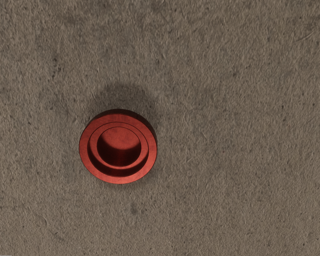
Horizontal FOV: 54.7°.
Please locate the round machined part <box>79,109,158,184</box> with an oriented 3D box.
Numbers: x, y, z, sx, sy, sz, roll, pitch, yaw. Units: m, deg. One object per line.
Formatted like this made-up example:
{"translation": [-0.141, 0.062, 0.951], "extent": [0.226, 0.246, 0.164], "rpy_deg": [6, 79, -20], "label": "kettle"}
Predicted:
{"translation": [-0.052, 0.021, 0.408], "extent": [0.099, 0.042, 0.097], "rpy_deg": [0, 110, -1], "label": "round machined part"}
